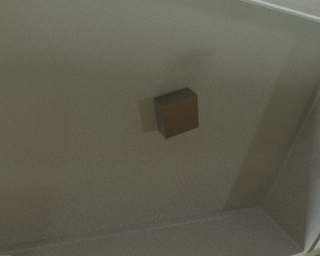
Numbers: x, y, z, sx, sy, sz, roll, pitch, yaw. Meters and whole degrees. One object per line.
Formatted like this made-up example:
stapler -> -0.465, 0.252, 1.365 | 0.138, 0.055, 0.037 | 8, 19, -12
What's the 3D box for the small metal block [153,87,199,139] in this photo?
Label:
small metal block -> 0.022, -0.020, 0.408 | 0.050, 0.025, 0.050 | -19, 126, -17
